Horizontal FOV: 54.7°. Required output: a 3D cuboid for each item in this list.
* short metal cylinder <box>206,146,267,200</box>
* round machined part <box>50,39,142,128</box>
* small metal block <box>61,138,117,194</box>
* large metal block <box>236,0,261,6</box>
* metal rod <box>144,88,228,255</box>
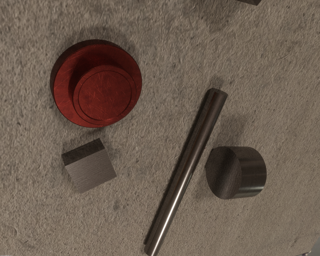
[{"bbox_3d":[0.116,0.068,0.479,0.050,0.080,0.079,3,117,-30],"label":"short metal cylinder"},{"bbox_3d":[-0.064,-0.042,0.335,0.099,0.042,0.097,-14,125,-21],"label":"round machined part"},{"bbox_3d":[-0.088,0.048,0.389,0.050,0.025,0.050,-25,128,-14],"label":"small metal block"},{"bbox_3d":[0.092,-0.191,0.324,0.080,0.050,0.080,32,101,-39],"label":"large metal block"},{"bbox_3d":[0.033,0.081,0.476,0.025,0.025,0.298,6,115,-32],"label":"metal rod"}]
